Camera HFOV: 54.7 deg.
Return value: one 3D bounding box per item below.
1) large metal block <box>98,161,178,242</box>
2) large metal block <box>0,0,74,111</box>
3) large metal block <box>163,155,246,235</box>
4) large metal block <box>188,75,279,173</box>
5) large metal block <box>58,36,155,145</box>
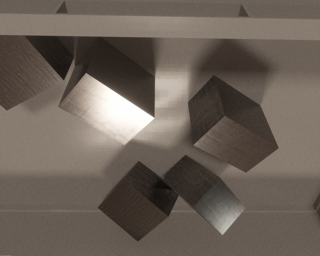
[{"bbox_3d":[-0.033,0.111,0.468,0.080,0.050,0.080,41,122,-2],"label":"large metal block"},{"bbox_3d":[-0.153,-0.076,0.325,0.080,0.050,0.080,-23,127,18],"label":"large metal block"},{"bbox_3d":[0.062,0.094,0.445,0.050,0.080,0.080,-47,123,-8],"label":"large metal block"},{"bbox_3d":[0.084,-0.005,0.370,0.080,0.080,0.050,28,125,-22],"label":"large metal block"},{"bbox_3d":[-0.053,-0.041,0.337,0.080,0.080,0.050,33,122,-25],"label":"large metal block"}]
